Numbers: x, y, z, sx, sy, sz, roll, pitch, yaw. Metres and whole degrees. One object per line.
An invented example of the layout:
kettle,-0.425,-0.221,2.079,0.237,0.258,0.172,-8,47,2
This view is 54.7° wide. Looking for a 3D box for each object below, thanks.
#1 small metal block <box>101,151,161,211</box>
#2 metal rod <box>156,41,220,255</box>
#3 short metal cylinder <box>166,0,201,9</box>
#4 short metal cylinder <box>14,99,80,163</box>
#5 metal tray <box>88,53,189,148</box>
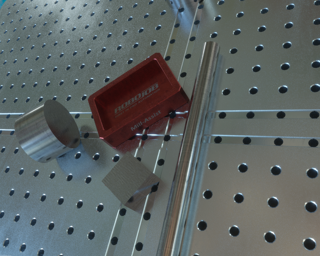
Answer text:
small metal block,-0.036,0.065,0.387,0.050,0.025,0.050,-49,52,-7
metal rod,0.039,0.017,0.377,0.025,0.025,0.300,0,62,28
short metal cylinder,0.039,-0.250,0.526,0.080,0.050,0.080,-13,56,21
short metal cylinder,-0.163,0.005,0.456,0.050,0.080,0.080,-27,52,11
metal tray,-0.035,-0.042,0.449,0.130,0.030,0.090,-32,52,7
